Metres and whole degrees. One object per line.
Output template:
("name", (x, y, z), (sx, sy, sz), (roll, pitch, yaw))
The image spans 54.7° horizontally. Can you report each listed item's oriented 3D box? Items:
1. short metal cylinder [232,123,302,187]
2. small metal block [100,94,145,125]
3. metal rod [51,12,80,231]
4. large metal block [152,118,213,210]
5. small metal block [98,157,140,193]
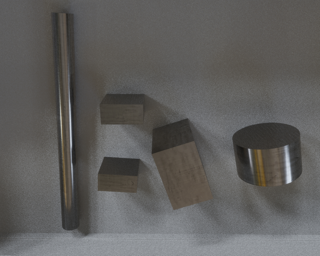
("short metal cylinder", (0.137, 0.032, 0.396), (0.080, 0.080, 0.050), (-11, 110, 4))
("small metal block", (-0.045, -0.024, 0.388), (0.050, 0.050, 0.025), (0, 110, -1))
("metal rod", (-0.123, 0.006, 0.411), (0.025, 0.025, 0.298), (3, 110, -2))
("large metal block", (0.027, 0.043, 0.398), (0.050, 0.080, 0.080), (-18, 109, 6))
("small metal block", (-0.055, 0.063, 0.420), (0.050, 0.050, 0.025), (4, 110, -2))
